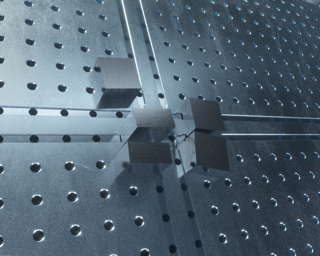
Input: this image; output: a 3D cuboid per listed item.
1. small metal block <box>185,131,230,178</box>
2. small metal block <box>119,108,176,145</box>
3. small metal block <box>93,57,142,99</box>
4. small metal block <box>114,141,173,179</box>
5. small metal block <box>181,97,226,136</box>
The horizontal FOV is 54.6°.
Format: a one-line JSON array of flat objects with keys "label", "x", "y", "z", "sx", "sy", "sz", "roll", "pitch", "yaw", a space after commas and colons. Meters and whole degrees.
[{"label": "small metal block", "x": 0.064, "y": 0.036, "z": 0.419, "sx": 0.050, "sy": 0.025, "sz": 0.050, "roll": 14, "pitch": 56, "yaw": -21}, {"label": "small metal block", "x": -0.017, "y": -0.001, "z": 0.383, "sx": 0.050, "sy": 0.050, "sz": 0.025, "roll": -1, "pitch": 62, "yaw": -28}, {"label": "small metal block", "x": -0.058, "y": -0.067, "z": 0.417, "sx": 0.050, "sy": 0.025, "sz": 0.050, "roll": -4, "pitch": 64, "yaw": -30}, {"label": "small metal block", "x": -0.021, "y": 0.038, "z": 0.357, "sx": 0.050, "sy": 0.050, "sz": 0.025, "roll": 4, "pitch": 60, "yaw": -26}, {"label": "small metal block", "x": 0.062, "y": -0.014, "z": 0.449, "sx": 0.050, "sy": 0.025, "sz": 0.050, "roll": 6, "pitch": 59, "yaw": -25}]
